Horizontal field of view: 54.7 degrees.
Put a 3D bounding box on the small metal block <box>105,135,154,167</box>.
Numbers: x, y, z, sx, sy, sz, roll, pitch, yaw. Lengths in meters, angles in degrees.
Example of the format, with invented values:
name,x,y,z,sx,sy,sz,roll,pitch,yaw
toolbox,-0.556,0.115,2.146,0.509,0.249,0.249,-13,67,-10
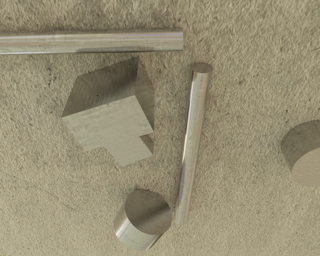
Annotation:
name,x,y,z,sx,sy,sz,roll,pitch,yaw
small metal block,-0.043,0.021,0.425,0.050,0.025,0.050,-21,127,17

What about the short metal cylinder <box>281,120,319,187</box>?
name,x,y,z,sx,sy,sz,roll,pitch,yaw
short metal cylinder,0.214,0.036,0.423,0.081,0.050,0.079,0,130,0

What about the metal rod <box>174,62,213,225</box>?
name,x,y,z,sx,sy,sz,roll,pitch,yaw
metal rod,0.042,0.045,0.446,0.025,0.025,0.298,1,130,-2

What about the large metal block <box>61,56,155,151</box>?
name,x,y,z,sx,sy,sz,roll,pitch,yaw
large metal block,-0.053,-0.029,0.346,0.080,0.080,0.050,-16,129,13

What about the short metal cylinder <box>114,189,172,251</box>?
name,x,y,z,sx,sy,sz,roll,pitch,yaw
short metal cylinder,-0.027,0.146,0.495,0.080,0.080,0.050,20,127,-16

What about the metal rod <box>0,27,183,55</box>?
name,x,y,z,sx,sy,sz,roll,pitch,yaw
metal rod,-0.127,-0.091,0.328,0.302,0.025,0.025,-1,130,0
